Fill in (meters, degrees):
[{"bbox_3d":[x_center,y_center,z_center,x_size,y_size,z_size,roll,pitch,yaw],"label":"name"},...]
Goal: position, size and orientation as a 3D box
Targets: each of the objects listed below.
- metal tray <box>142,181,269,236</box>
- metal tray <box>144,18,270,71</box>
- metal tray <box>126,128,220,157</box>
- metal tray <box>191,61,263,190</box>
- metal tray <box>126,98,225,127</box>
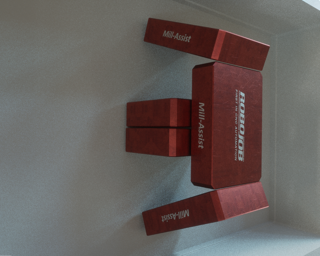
[{"bbox_3d":[0.051,0.099,0.378,0.091,0.130,0.030,1,68,-41],"label":"metal tray"},{"bbox_3d":[0.053,-0.104,0.379,0.091,0.130,0.030,1,110,-40],"label":"metal tray"},{"bbox_3d":[0.034,0.016,0.392,0.131,0.090,0.030,1,90,-40],"label":"metal tray"},{"bbox_3d":[0.077,-0.002,0.348,0.091,0.030,0.129,1,89,-41],"label":"metal tray"},{"bbox_3d":[0.035,-0.016,0.392,0.131,0.090,0.030,1,90,-40],"label":"metal tray"}]
